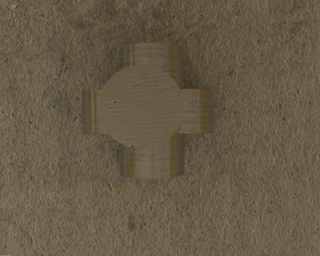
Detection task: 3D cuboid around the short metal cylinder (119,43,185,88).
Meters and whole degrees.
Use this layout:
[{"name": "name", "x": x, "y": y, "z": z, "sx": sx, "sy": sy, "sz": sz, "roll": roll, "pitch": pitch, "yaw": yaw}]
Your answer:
[{"name": "short metal cylinder", "x": -0.009, "y": -0.070, "z": 0.383, "sx": 0.081, "sy": 0.080, "sz": 0.050, "roll": -2, "pitch": 90, "yaw": -1}]

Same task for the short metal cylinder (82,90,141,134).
[{"name": "short metal cylinder", "x": -0.055, "y": -0.018, "z": 0.383, "sx": 0.081, "sy": 0.080, "sz": 0.050, "roll": -1, "pitch": 90, "yaw": -1}]

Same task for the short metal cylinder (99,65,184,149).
[{"name": "short metal cylinder", "x": -0.018, "y": -0.020, "z": 0.318, "sx": 0.081, "sy": 0.050, "sz": 0.079, "roll": 0, "pitch": 90, "yaw": -1}]

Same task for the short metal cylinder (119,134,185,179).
[{"name": "short metal cylinder", "x": -0.010, "y": 0.031, "z": 0.383, "sx": 0.081, "sy": 0.080, "sz": 0.050, "roll": 0, "pitch": 90, "yaw": -1}]

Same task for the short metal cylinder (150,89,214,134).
[{"name": "short metal cylinder", "x": 0.026, "y": -0.019, "z": 0.384, "sx": 0.081, "sy": 0.080, "sz": 0.050, "roll": 0, "pitch": 90, "yaw": -1}]
